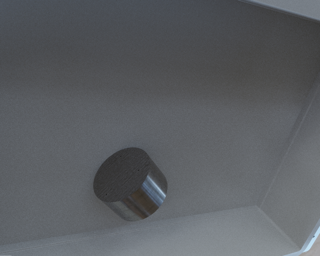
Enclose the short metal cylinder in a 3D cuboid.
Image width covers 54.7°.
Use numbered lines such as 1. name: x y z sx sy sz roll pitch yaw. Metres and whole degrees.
1. short metal cylinder: -0.037 0.072 0.399 0.080 0.080 0.050 -37 130 -4
